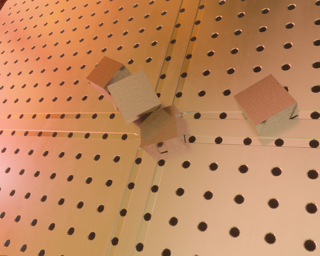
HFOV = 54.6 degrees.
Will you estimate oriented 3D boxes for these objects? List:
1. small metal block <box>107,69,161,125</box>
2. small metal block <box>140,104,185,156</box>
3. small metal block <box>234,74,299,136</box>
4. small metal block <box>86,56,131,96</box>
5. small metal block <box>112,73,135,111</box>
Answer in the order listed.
[{"bbox_3d":[-0.033,-0.039,0.400,0.050,0.025,0.050,-27,83,-7],"label":"small metal block"},{"bbox_3d":[0.003,0.003,0.406,0.050,0.025,0.050,-17,55,18],"label":"small metal block"},{"bbox_3d":[0.123,-0.027,0.361,0.050,0.025,0.050,-31,52,8],"label":"small metal block"},{"bbox_3d":[-0.084,-0.085,0.506,0.050,0.025,0.050,30,78,37],"label":"small metal block"},{"bbox_3d":[-0.040,-0.044,0.438,0.025,0.050,0.050,36,80,2],"label":"small metal block"}]
